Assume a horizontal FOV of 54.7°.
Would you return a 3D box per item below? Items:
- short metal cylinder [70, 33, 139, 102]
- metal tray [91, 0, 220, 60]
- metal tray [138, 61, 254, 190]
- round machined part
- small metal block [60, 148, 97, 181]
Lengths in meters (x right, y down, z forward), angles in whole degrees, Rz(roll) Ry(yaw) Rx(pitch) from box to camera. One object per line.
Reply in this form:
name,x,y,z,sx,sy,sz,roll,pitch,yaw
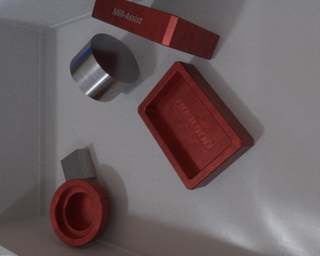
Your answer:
short metal cylinder,-0.076,-0.083,0.431,0.050,0.081,0.080,-33,70,35
metal tray,-0.007,-0.121,0.368,0.130,0.091,0.030,32,110,35
metal tray,0.036,-0.004,0.371,0.090,0.030,0.130,-48,62,29
round machined part,-0.117,0.128,0.478,0.098,0.042,0.097,-4,79,24
small metal block,-0.136,0.067,0.516,0.050,0.025,0.050,-32,70,35
